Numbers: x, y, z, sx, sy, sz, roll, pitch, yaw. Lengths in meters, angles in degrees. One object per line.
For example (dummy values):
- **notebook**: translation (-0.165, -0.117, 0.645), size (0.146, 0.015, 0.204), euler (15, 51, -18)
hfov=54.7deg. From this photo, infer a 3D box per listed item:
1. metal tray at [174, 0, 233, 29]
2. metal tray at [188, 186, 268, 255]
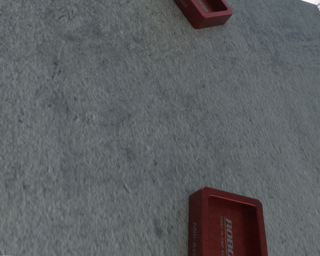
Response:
- **metal tray**: translation (0.070, -0.253, 0.594), size (0.091, 0.030, 0.130), euler (-23, 74, -37)
- **metal tray**: translation (0.080, 0.141, 0.358), size (0.091, 0.030, 0.130), euler (17, 55, -19)
